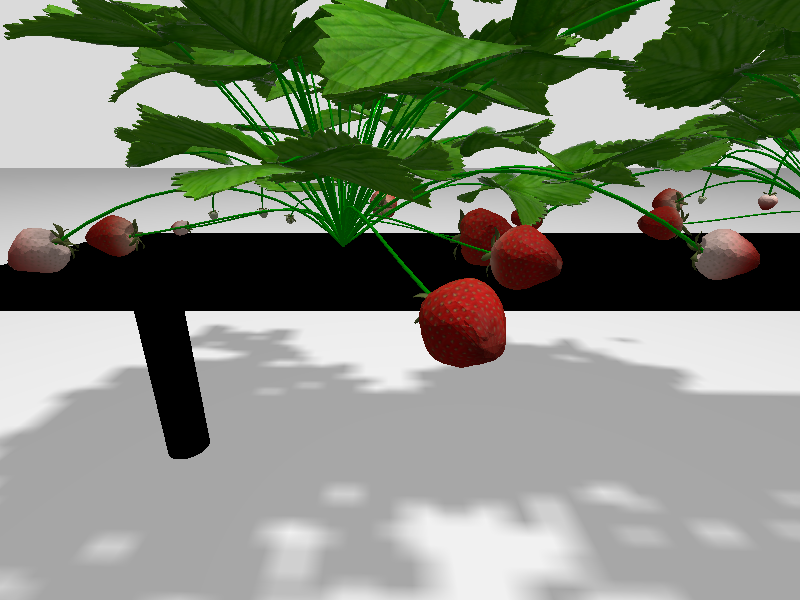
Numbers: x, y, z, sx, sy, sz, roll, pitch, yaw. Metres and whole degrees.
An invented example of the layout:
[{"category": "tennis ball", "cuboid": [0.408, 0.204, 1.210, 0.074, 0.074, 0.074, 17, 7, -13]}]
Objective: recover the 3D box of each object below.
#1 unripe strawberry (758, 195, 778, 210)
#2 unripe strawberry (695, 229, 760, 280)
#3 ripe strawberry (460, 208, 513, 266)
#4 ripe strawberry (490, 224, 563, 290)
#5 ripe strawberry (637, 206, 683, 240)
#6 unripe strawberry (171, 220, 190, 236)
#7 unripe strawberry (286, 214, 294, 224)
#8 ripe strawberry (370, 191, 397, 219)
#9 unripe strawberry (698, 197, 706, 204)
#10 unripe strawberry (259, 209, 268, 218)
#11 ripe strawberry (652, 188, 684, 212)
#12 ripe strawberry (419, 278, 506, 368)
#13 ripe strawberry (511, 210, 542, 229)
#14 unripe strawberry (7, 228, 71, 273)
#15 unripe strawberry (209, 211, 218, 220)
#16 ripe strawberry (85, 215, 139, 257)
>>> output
[{"category": "unripe strawberry", "cuboid": [0.519, -0.138, 0.566, 0.022, 0.022, 0.019, 10, 22, 26]}, {"category": "unripe strawberry", "cuboid": [0.210, -0.028, 0.256, 0.034, 0.033, 0.031, 13, 23, 17]}, {"category": "ripe strawberry", "cuboid": [0.061, -0.043, 0.281, 0.039, 0.041, 0.036, 13, 23, 30]}, {"category": "ripe strawberry", "cuboid": [0.075, -0.024, 0.237, 0.040, 0.039, 0.037, 18, 27, 40]}, {"category": "ripe strawberry", "cuboid": [0.242, -0.072, 0.374, 0.035, 0.030, 0.035, 3, 20, 9]}, {"category": "unripe strawberry", "cuboid": [-0.218, -0.072, 0.397, 0.017, 0.014, 0.017, 5, 20, 15]}, {"category": "unripe strawberry", "cuboid": [-0.128, -0.094, 0.465, 0.010, 0.011, 0.011, -12, -17, -31]}, {"category": "ripe strawberry", "cuboid": [-0.020, -0.123, 0.513, 0.034, 0.036, 0.037, 3, 20, 9]}, {"category": "unripe strawberry", "cuboid": [0.430, -0.142, 0.571, 0.009, 0.010, 0.010, 3, 20, 7]}, {"category": "unripe strawberry", "cuboid": [-0.162, -0.102, 0.474, 0.011, 0.011, 0.011, -16, 25, -38]}, {"category": "ripe strawberry", "cuboid": [0.355, -0.130, 0.534, 0.034, 0.036, 0.037, -4, 11, -12]}, {"category": "ripe strawberry", "cuboid": [0.025, 0.010, 0.148, 0.033, 0.034, 0.036, -7, 22, -18]}, {"category": "ripe strawberry", "cuboid": [0.131, -0.087, 0.416, 0.031, 0.031, 0.034, 1, 20, 15]}, {"category": "unripe strawberry", "cuboid": [-0.244, -0.032, 0.269, 0.033, 0.032, 0.030, -29, 28, -14]}, {"category": "unripe strawberry", "cuboid": [-0.197, -0.089, 0.424, 0.010, 0.010, 0.009, 10, 22, 26]}, {"category": "ripe strawberry", "cuboid": [-0.229, -0.051, 0.318, 0.034, 0.033, 0.031, -4, 20, -10]}]
